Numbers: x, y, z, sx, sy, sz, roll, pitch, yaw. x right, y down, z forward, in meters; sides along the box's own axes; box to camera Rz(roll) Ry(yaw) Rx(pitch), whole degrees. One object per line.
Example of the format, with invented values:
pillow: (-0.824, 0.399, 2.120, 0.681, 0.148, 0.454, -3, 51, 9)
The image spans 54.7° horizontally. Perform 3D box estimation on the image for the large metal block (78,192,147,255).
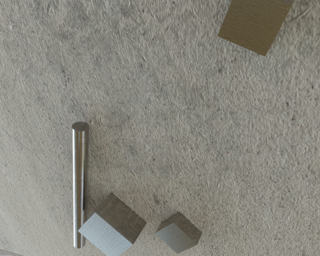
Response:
large metal block: (-0.083, 0.172, 0.539, 0.080, 0.050, 0.080, 41, 129, 0)

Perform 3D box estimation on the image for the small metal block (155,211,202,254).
small metal block: (0.029, 0.167, 0.494, 0.050, 0.025, 0.050, 44, 129, -3)

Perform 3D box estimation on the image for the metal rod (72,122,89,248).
metal rod: (-0.143, 0.117, 0.551, 0.025, 0.025, 0.298, 22, 127, 15)

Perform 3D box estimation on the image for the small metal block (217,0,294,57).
small metal block: (0.090, -0.104, 0.295, 0.050, 0.025, 0.050, 27, 128, 10)
